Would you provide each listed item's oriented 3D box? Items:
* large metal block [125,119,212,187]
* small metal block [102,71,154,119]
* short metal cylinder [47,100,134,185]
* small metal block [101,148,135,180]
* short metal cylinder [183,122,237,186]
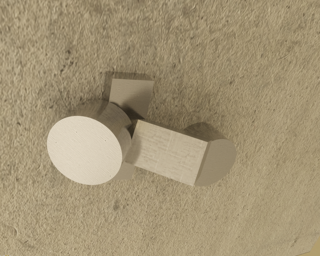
[{"bbox_3d":[0.014,0.027,0.374,0.080,0.080,0.050,1,107,-77],"label":"large metal block"},{"bbox_3d":[-0.039,-0.038,0.364,0.050,0.025,0.050,-1,119,-28],"label":"small metal block"},{"bbox_3d":[-0.073,0.015,0.339,0.080,0.050,0.079,4,114,9],"label":"short metal cylinder"},{"bbox_3d":[-0.059,0.040,0.402,0.050,0.025,0.050,3,117,-30],"label":"small metal block"},{"bbox_3d":[0.063,0.038,0.452,0.081,0.050,0.079,-14,125,-21],"label":"short metal cylinder"}]
